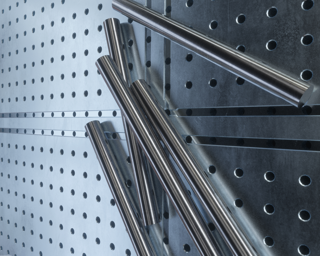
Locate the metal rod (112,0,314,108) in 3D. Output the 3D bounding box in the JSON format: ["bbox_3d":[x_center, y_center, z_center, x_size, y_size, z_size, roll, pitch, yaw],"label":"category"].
[{"bbox_3d":[0.039,-0.107,0.375,0.300,0.025,0.025,38,113,33],"label":"metal rod"}]

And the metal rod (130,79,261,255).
[{"bbox_3d":[0.042,0.056,0.372,0.025,0.025,0.299,-47,63,30],"label":"metal rod"}]

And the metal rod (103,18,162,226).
[{"bbox_3d":[-0.042,-0.016,0.441,0.025,0.025,0.299,-20,77,38],"label":"metal rod"}]

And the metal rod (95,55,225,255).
[{"bbox_3d":[-0.007,0.030,0.395,0.025,0.025,0.299,-40,71,32],"label":"metal rod"}]

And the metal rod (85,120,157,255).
[{"bbox_3d":[-0.045,0.120,0.444,0.025,0.025,0.299,-40,66,32],"label":"metal rod"}]
